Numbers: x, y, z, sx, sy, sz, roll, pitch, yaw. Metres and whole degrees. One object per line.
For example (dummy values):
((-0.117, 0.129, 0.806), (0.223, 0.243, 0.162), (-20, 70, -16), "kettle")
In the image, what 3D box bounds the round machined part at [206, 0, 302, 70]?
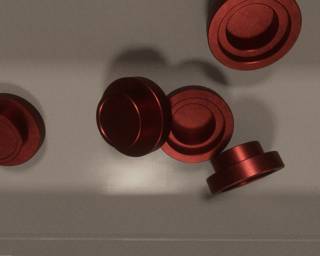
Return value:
((0.102, -0.117, 0.348), (0.099, 0.042, 0.097), (1, 135, 1), "round machined part")

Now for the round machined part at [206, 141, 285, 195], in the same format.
((0.105, 0.050, 0.403), (0.098, 0.098, 0.042), (-24, 71, 8), "round machined part")

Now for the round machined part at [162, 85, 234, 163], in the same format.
((0.042, -0.008, 0.400), (0.099, 0.042, 0.097), (0, 110, -1), "round machined part")

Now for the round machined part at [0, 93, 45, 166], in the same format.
((-0.206, 0.007, 0.402), (0.099, 0.042, 0.097), (0, 110, -1), "round machined part")

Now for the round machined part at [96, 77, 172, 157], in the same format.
((-0.038, -0.012, 0.372), (0.098, 0.042, 0.097), (8, 105, 33), "round machined part")
